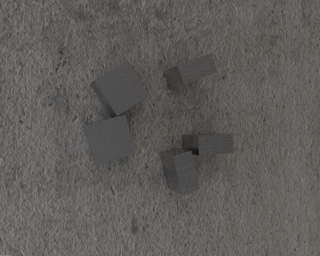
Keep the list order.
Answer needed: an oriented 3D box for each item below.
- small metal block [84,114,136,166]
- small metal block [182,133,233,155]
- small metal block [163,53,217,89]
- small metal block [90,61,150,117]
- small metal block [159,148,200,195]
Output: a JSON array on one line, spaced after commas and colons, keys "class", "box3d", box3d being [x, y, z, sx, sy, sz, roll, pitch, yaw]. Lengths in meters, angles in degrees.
[{"class": "small metal block", "box3d": [-0.063, 0.014, 0.386, 0.050, 0.025, 0.050, -17, 96, -19]}, {"class": "small metal block", "box3d": [0.063, 0.021, 0.419, 0.050, 0.050, 0.025, -2, 91, -20]}, {"class": "small metal block", "box3d": [0.039, -0.074, 0.410, 0.050, 0.050, 0.025, -23, 98, -19]}, {"class": "small metal block", "box3d": [-0.050, -0.048, 0.388, 0.050, 0.025, 0.050, -36, 102, -22]}, {"class": "small metal block", "box3d": [0.025, 0.055, 0.405, 0.025, 0.050, 0.050, -15, 95, -19]}]
